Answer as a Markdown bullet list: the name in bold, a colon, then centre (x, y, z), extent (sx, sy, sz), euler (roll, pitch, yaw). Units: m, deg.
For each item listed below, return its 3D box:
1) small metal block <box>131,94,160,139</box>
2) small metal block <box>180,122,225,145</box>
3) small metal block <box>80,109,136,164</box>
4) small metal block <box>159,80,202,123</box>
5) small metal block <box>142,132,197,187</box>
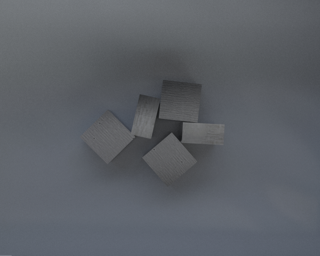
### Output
- **small metal block**: centre (-0.018, -0.014, 0.396), extent (0.025, 0.050, 0.050), euler (13, 90, 0)
- **small metal block**: centre (0.052, 0.007, 0.397), extent (0.050, 0.050, 0.025), euler (3, 90, -1)
- **small metal block**: centre (-0.067, 0.011, 0.409), extent (0.050, 0.025, 0.050), euler (-45, 91, 0)
- **small metal block**: centre (0.026, -0.034, 0.410), extent (0.050, 0.025, 0.050), euler (6, 90, -1)
- **small metal block**: centre (0.013, 0.041, 0.409), extent (0.050, 0.025, 0.050), euler (-41, 91, 0)
